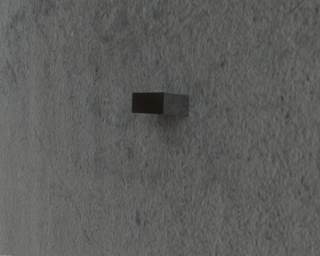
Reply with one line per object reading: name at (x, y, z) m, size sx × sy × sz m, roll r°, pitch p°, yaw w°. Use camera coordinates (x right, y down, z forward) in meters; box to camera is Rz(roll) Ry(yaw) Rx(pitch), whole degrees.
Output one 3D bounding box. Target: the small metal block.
small metal block at (0.001, -0.030, 0.386) m, size 0.050 × 0.050 × 0.025 m, roll 5°, pitch 93°, yaw 39°
